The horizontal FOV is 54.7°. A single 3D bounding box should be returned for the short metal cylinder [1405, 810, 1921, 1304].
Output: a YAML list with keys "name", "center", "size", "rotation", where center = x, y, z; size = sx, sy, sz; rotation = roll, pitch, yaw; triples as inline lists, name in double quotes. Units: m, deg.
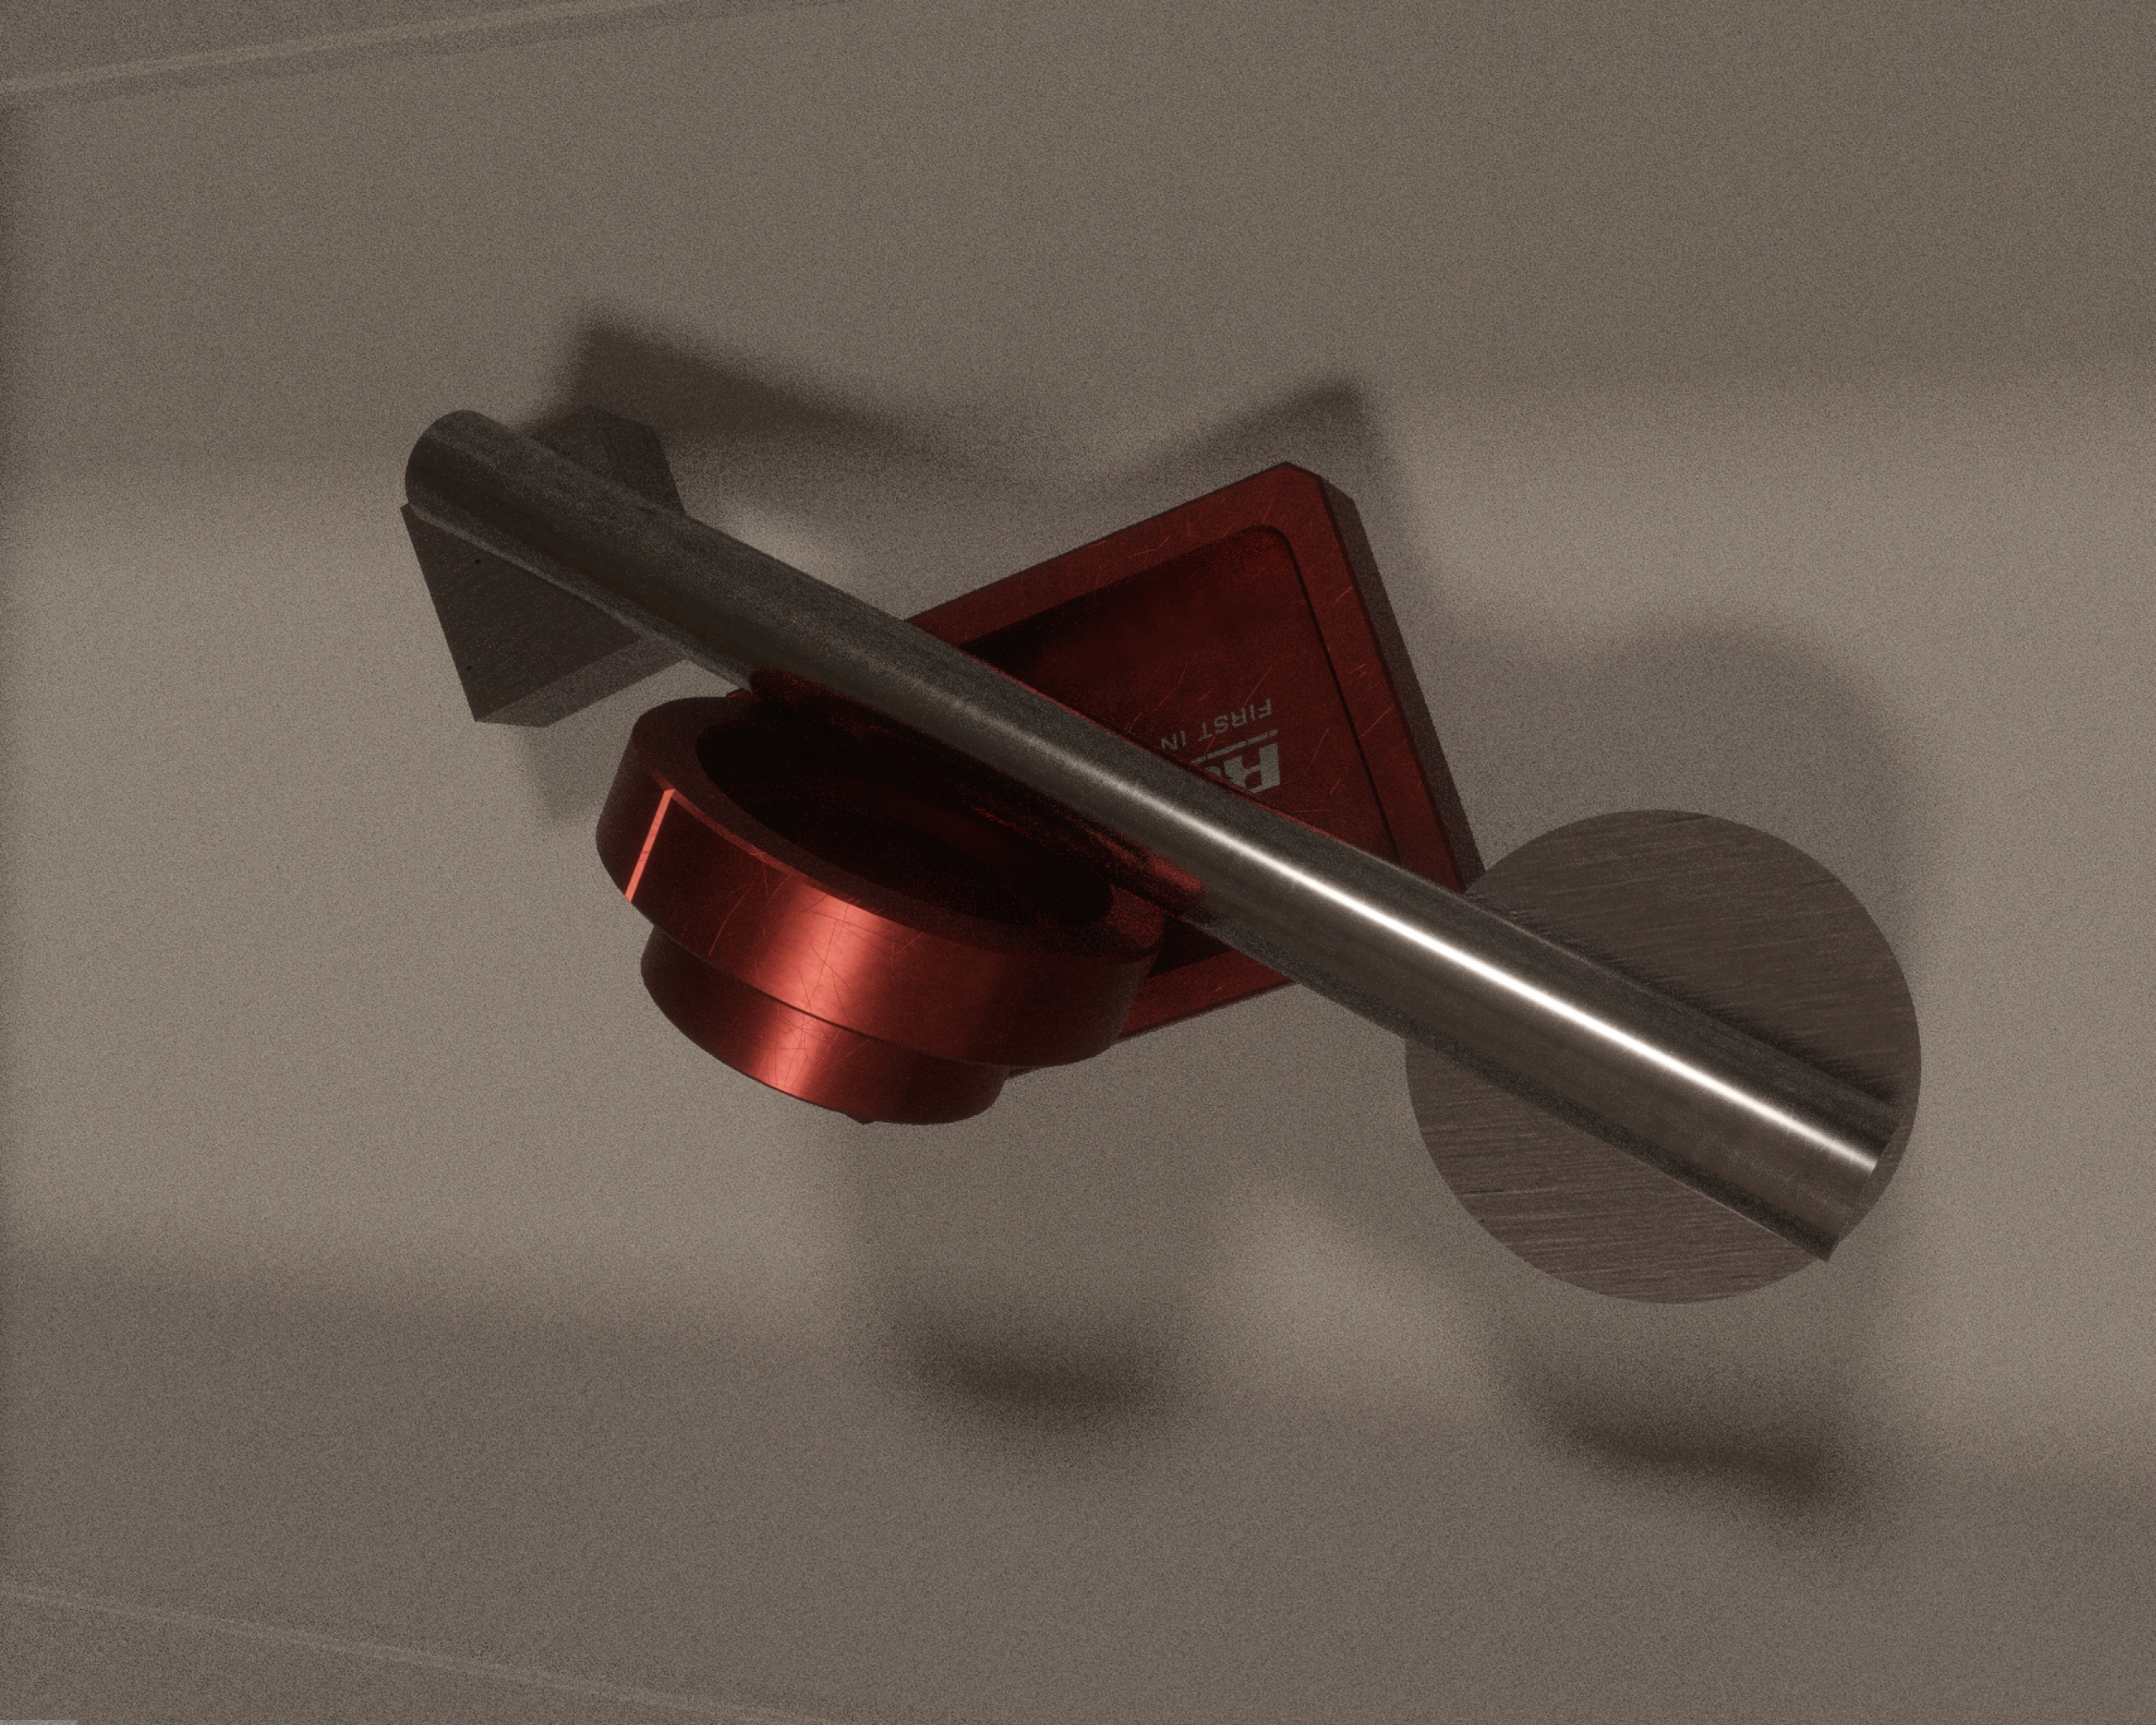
- name: "short metal cylinder"
  center: [0.101, 0.031, 0.360]
  size: [0.080, 0.050, 0.079]
  rotation: [0, 90, 19]

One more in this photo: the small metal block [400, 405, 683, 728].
- name: "small metal block"
  center: [-0.110, -0.062, 0.446]
  size: [0.050, 0.025, 0.050]
  rotation: [-23, 83, 18]

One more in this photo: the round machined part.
- name: "round machined part"
  center: [-0.038, 0.011, 0.369]
  size: [0.098, 0.098, 0.042]
  rotation: [29, 107, 17]

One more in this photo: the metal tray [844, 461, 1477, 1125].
- name: "metal tray"
  center: [0.003, -0.011, 0.404]
  size: [0.130, 0.030, 0.090]
  rotation: [-20, 84, 18]

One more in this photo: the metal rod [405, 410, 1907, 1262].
- name: "metal rod"
  center: [-0.006, -0.016, 0.367]
  size: [0.300, 0.025, 0.025]
  rotation: [28, 99, 24]
